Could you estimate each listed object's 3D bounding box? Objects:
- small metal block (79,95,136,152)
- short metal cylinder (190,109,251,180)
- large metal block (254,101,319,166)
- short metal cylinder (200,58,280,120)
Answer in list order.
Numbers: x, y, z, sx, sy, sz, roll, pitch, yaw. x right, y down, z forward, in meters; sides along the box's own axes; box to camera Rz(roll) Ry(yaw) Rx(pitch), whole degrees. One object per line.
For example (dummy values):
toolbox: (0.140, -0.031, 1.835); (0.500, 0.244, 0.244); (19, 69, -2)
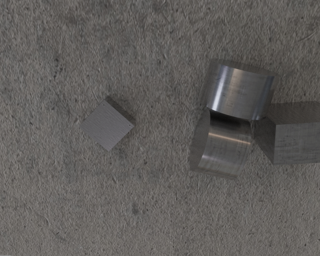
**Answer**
small metal block: (-0.068, -0.006, 0.407); (0.050, 0.025, 0.050); (42, 105, -14)
short metal cylinder: (0.073, 0.021, 0.389); (0.050, 0.080, 0.079); (14, 110, -5)
large metal block: (0.169, 0.003, 0.383); (0.080, 0.080, 0.050); (-4, 110, 1)
short metal cylinder: (0.092, -0.047, 0.364); (0.081, 0.080, 0.050); (11, 110, -4)
